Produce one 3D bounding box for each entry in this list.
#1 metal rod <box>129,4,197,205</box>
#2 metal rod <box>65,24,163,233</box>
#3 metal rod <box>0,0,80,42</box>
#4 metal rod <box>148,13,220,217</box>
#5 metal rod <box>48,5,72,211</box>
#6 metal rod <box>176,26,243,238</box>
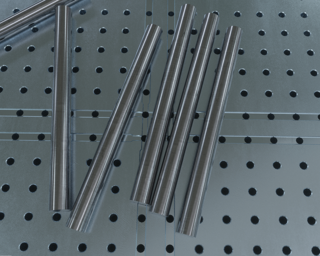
[{"bbox_3d":[0.010,-0.046,0.428,0.025,0.025,0.299,13,70,4],"label":"metal rod"},{"bbox_3d":[-0.054,-0.014,0.416,0.025,0.025,0.300,17,71,6],"label":"metal rod"},{"bbox_3d":[-0.242,-0.141,0.462,0.301,0.025,0.025,-34,74,-12],"label":"metal rod"},{"bbox_3d":[0.038,-0.031,0.423,0.025,0.025,0.300,15,71,5],"label":"metal rod"},{"bbox_3d":[-0.135,-0.040,0.425,0.025,0.025,0.299,-5,70,-2],"label":"metal rod"},{"bbox_3d":[0.071,-0.009,0.415,0.025,0.025,0.300,15,71,5],"label":"metal rod"}]
